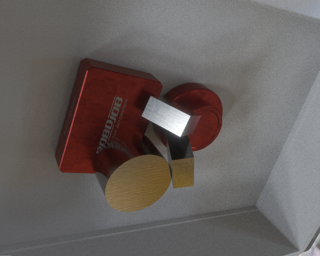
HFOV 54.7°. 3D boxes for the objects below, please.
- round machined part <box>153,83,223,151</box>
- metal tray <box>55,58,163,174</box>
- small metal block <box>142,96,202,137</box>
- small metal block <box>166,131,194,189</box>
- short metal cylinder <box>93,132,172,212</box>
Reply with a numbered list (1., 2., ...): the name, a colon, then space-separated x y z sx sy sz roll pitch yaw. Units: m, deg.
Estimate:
1. round machined part: 0.044 -0.008 0.416 0.099 0.042 0.097 -14 125 -21
2. metal tray: -0.061 -0.007 0.364 0.091 0.030 0.129 8 114 -32
3. small metal block: 0.015 -0.014 0.358 0.025 0.050 0.050 -65 163 12
4. small metal block: 0.024 0.037 0.378 0.025 0.050 0.050 -7 130 -3
5. short metal cylinder: -0.033 0.051 0.367 0.081 0.050 0.079 -14 125 -21
